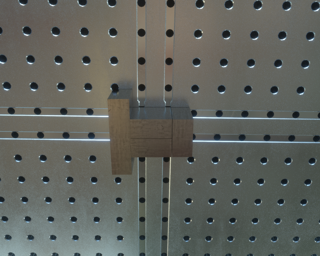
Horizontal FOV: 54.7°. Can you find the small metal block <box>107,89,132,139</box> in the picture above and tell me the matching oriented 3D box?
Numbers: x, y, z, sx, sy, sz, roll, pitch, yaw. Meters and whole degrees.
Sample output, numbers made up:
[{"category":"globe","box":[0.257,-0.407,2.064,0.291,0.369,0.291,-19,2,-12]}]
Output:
[{"category":"small metal block","box":[-0.049,-0.019,0.392,0.025,0.050,0.050,0,110,0]}]

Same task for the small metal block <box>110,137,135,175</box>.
[{"category":"small metal block","box":[-0.049,0.028,0.409,0.025,0.050,0.050,0,110,0]}]

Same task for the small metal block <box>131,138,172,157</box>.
[{"category":"small metal block","box":[-0.011,0.016,0.405,0.050,0.050,0.025,0,110,-1]}]

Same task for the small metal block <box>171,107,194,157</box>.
[{"category":"small metal block","box":[0.028,0.004,0.401,0.025,0.050,0.050,0,110,0]}]

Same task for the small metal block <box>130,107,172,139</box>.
[{"category":"small metal block","box":[-0.011,-0.007,0.396,0.050,0.050,0.025,0,110,-1]}]
